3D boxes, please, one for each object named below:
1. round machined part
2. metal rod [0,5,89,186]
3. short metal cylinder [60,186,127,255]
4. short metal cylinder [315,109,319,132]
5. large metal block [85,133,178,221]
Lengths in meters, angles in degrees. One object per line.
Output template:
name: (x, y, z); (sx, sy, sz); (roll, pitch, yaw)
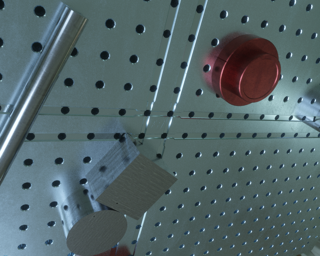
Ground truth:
round machined part: (0.124, -0.073, 0.422); (0.099, 0.042, 0.097); (-14, 124, -21)
metal rod: (-0.159, 0.011, 0.331); (0.025, 0.025, 0.299); (23, 106, -37)
short metal cylinder: (-0.091, 0.126, 0.423); (0.081, 0.050, 0.079); (-14, 124, -21)
short metal cylinder: (0.335, -0.015, 0.569); (0.081, 0.050, 0.079); (-14, 124, -21)
large metal block: (-0.037, 0.066, 0.416); (0.080, 0.050, 0.080); (-47, 129, 4)
